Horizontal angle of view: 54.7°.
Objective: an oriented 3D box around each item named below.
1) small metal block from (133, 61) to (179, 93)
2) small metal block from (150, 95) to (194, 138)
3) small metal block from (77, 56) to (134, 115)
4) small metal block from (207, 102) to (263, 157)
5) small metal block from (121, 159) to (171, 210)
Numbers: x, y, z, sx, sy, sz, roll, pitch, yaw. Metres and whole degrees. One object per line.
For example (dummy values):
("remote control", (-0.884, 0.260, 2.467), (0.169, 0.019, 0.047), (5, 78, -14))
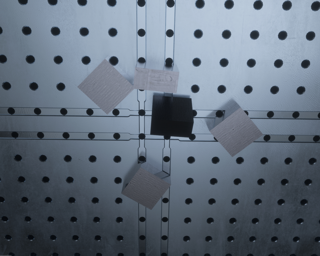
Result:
("small metal block", (-0.005, -0.063, 0.377), (0.050, 0.050, 0.025), (6, 110, -3))
("small metal block", (0.015, -0.015, 0.392), (0.050, 0.050, 0.025), (4, 130, -2))
("small metal block", (-0.066, -0.054, 0.393), (0.050, 0.025, 0.050), (-42, 105, 13))
("small metal block", (0.100, 0.002, 0.416), (0.050, 0.025, 0.050), (-39, 106, 13))
("small metal block", (-0.019, 0.081, 0.443), (0.050, 0.025, 0.050), (32, 107, -12))
